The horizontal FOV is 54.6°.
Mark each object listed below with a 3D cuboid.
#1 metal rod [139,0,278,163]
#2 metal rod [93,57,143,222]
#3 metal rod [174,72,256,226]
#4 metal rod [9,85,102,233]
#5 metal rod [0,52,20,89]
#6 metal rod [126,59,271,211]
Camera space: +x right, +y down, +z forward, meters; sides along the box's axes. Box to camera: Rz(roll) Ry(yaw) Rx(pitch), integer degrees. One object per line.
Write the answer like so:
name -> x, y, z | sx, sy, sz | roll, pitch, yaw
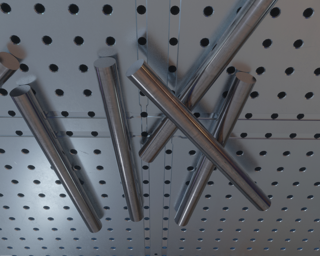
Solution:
metal rod -> 0.053, -0.060, 0.360 | 0.025, 0.025, 0.298 | 23, 126, -18
metal rod -> -0.051, 0.040, 0.444 | 0.025, 0.025, 0.298 | -3, 130, 3
metal rod -> 0.069, 0.052, 0.456 | 0.025, 0.025, 0.298 | 9, 130, -8
metal rod -> -0.142, 0.067, 0.467 | 0.025, 0.025, 0.299 | -8, 130, 6
metal rod -> -0.279, 0.002, 0.410 | 0.299, 0.025, 0.025 | -35, 122, 26
metal rod -> 0.066, 0.027, 0.400 | 0.025, 0.025, 0.300 | -31, 124, 23
